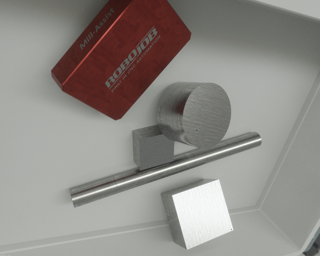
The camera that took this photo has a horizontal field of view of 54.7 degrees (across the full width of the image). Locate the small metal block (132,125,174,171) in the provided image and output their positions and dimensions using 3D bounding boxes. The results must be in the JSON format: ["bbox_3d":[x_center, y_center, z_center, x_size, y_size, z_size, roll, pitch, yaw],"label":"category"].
[{"bbox_3d":[-0.009,0.025,0.421,0.050,0.025,0.050,-13,124,-22],"label":"small metal block"}]

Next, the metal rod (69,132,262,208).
[{"bbox_3d":[0.022,0.055,0.456,0.302,0.025,0.025,-15,125,-20],"label":"metal rod"}]

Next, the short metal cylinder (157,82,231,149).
[{"bbox_3d":[0.043,-0.018,0.390,0.081,0.050,0.079,-7,102,-36],"label":"short metal cylinder"}]

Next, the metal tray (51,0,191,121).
[{"bbox_3d":[-0.036,-0.078,0.325,0.130,0.030,0.090,-48,144,6],"label":"metal tray"}]

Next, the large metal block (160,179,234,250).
[{"bbox_3d":[0.056,0.129,0.481,0.081,0.050,0.080,-14,87,-21],"label":"large metal block"}]
